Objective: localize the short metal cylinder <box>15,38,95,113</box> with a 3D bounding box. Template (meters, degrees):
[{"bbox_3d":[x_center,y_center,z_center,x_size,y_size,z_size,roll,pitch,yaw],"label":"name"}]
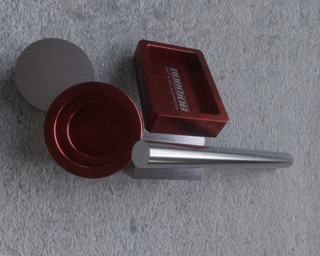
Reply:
[{"bbox_3d":[-0.119,-0.056,0.353,0.081,0.050,0.079,0,90,-21],"label":"short metal cylinder"}]

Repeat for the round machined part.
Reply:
[{"bbox_3d":[-0.067,0.002,0.330,0.099,0.042,0.097,0,89,0],"label":"round machined part"}]

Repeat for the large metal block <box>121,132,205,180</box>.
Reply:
[{"bbox_3d":[-0.002,0.032,0.381,0.081,0.080,0.050,5,89,-20],"label":"large metal block"}]

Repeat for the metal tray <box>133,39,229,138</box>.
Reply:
[{"bbox_3d":[0.021,-0.050,0.376,0.091,0.030,0.130,5,49,-20],"label":"metal tray"}]

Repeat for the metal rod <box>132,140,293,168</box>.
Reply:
[{"bbox_3d":[0.090,0.037,0.382,0.302,0.025,0.025,7,88,-44],"label":"metal rod"}]
